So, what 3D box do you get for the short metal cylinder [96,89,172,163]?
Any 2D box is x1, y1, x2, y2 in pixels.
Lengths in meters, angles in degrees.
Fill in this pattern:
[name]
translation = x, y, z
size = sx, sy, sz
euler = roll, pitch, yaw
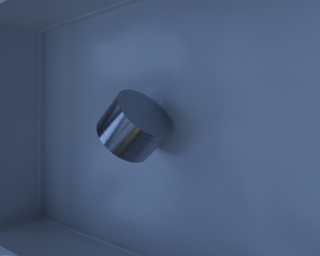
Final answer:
[short metal cylinder]
translation = -0.032, -0.003, 0.392
size = 0.050, 0.081, 0.080
euler = -49, 62, 29
